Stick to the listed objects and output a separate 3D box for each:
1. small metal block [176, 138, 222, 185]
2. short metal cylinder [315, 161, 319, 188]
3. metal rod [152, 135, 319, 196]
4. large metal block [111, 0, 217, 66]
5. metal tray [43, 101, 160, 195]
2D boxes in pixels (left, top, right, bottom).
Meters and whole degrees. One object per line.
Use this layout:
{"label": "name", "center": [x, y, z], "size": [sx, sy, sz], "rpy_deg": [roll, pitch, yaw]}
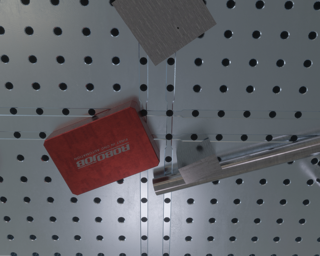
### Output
{"label": "small metal block", "center": [0.051, 0.044, 0.417], "size": [0.050, 0.050, 0.025], "rpy_deg": [-25, 108, 9]}
{"label": "short metal cylinder", "center": [0.266, 0.071, 0.429], "size": [0.081, 0.050, 0.079], "rpy_deg": [0, 110, 0]}
{"label": "metal rod", "center": [0.138, 0.045, 0.430], "size": [0.301, 0.025, 0.025], "rpy_deg": [-15, 110, 5]}
{"label": "large metal block", "center": [0.005, -0.130, 0.352], "size": [0.080, 0.050, 0.080], "rpy_deg": [-33, 107, 11]}
{"label": "metal tray", "center": [-0.076, 0.029, 0.420], "size": [0.130, 0.030, 0.090], "rpy_deg": [-21, 109, 7]}
